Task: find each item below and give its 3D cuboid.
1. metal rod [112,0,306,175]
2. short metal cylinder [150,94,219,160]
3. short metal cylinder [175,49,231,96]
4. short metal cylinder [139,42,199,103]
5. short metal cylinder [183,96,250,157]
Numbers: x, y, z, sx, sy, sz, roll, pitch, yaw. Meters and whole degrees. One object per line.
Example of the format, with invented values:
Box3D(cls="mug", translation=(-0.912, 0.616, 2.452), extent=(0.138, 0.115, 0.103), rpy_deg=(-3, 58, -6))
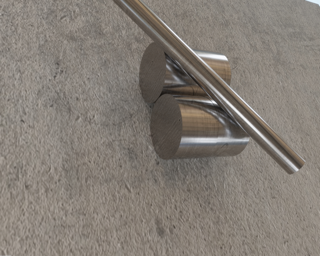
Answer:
Box3D(cls="metal rod", translation=(0.054, -0.061, 0.368), extent=(0.300, 0.025, 0.025), rpy_deg=(45, 51, 3))
Box3D(cls="short metal cylinder", translation=(0.028, -0.001, 0.386), extent=(0.050, 0.080, 0.080), rpy_deg=(1, 62, -28))
Box3D(cls="short metal cylinder", translation=(0.056, -0.072, 0.444), extent=(0.050, 0.080, 0.080), rpy_deg=(1, 62, -28))
Box3D(cls="short metal cylinder", translation=(0.011, -0.072, 0.420), extent=(0.050, 0.080, 0.080), rpy_deg=(1, 62, -28))
Box3D(cls="short metal cylinder", translation=(0.073, -0.001, 0.410), extent=(0.050, 0.080, 0.080), rpy_deg=(1, 62, -28))
